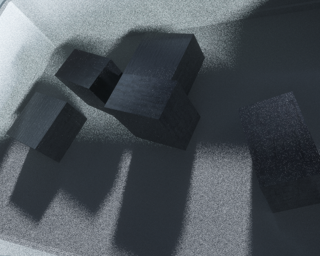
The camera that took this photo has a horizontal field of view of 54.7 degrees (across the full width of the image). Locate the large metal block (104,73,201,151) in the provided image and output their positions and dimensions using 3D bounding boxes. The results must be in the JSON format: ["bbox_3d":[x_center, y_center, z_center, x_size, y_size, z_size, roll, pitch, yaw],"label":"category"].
[{"bbox_3d":[-0.007,-0.020,0.385,0.080,0.080,0.050,14,69,33],"label":"large metal block"}]

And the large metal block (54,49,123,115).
[{"bbox_3d":[-0.091,-0.065,0.456,0.080,0.080,0.050,23,74,36],"label":"large metal block"}]

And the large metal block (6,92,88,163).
[{"bbox_3d":[-0.175,-0.003,0.481,0.080,0.050,0.080,18,71,34],"label":"large metal block"}]

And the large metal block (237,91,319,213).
[{"bbox_3d":[0.116,0.026,0.293,0.050,0.080,0.080,-18,55,17],"label":"large metal block"}]

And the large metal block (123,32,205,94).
[{"bbox_3d":[0.006,-0.086,0.438,0.080,0.050,0.080,13,68,33],"label":"large metal block"}]
